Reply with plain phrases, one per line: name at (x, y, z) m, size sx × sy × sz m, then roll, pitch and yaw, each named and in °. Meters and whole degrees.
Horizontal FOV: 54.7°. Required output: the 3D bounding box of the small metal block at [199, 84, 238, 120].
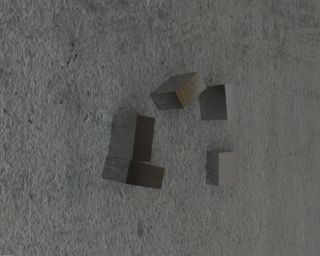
small metal block at (0.086, -0.038, 0.460) m, size 0.025 × 0.050 × 0.050 m, roll -10°, pitch 97°, yaw -40°

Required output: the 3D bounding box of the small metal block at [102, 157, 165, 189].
small metal block at (-0.031, 0.053, 0.362) m, size 0.050 × 0.050 × 0.025 m, roll 18°, pitch 79°, yaw -39°

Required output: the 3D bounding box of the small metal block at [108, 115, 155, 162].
small metal block at (-0.034, 0.012, 0.360) m, size 0.025 × 0.050 × 0.050 m, roll 10°, pitch 84°, yaw -40°

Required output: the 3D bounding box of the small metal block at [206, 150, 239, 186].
small metal block at (0.099, 0.062, 0.487) m, size 0.050 × 0.025 × 0.050 m, roll 0°, pitch 90°, yaw -40°

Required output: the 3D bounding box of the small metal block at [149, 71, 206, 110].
small metal block at (0.023, -0.048, 0.407) m, size 0.050 × 0.050 × 0.025 m, roll -43°, pitch 116°, yaw -32°
